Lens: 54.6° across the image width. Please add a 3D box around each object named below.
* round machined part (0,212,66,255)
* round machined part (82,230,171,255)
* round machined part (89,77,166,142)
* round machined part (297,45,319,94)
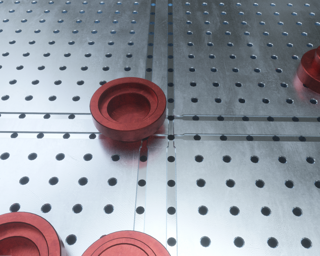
[{"bbox_3d":[-0.136,0.132,0.285,0.099,0.042,0.098,0,50,0],"label":"round machined part"},{"bbox_3d":[-0.032,0.140,0.279,0.099,0.042,0.098,0,50,0],"label":"round machined part"},{"bbox_3d":[-0.041,-0.020,0.414,0.099,0.042,0.098,0,50,0],"label":"round machined part"},{"bbox_3d":[0.270,-0.096,0.478,0.099,0.042,0.098,0,50,0],"label":"round machined part"}]
